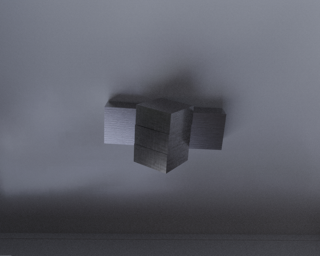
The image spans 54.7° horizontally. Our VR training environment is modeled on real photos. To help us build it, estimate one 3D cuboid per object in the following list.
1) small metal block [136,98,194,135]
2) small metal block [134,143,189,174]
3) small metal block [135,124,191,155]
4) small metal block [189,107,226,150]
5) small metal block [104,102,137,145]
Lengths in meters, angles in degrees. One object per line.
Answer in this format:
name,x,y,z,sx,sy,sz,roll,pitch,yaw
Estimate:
small metal block,0.006,-0.016,0.379,0.050,0.050,0.025,17,113,32
small metal block,0.002,0.031,0.397,0.050,0.050,0.025,16,113,33
small metal block,0.004,0.007,0.388,0.050,0.050,0.025,16,113,33
small metal block,0.057,0.000,0.411,0.050,0.025,0.050,3,110,-2
small metal block,-0.046,-0.006,0.407,0.050,0.025,0.050,4,110,-2
